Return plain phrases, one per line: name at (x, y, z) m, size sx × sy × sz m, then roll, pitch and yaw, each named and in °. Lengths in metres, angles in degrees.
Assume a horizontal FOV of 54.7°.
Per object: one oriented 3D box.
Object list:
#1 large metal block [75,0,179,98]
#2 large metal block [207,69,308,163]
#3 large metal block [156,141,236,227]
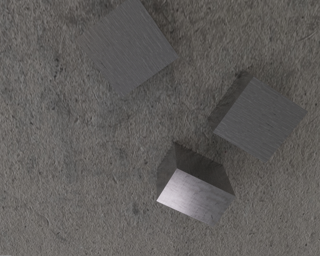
large metal block at (-0.035, -0.095, 0.361) m, size 0.080 × 0.050 × 0.080 m, roll -34°, pitch 107°, yaw 11°
large metal block at (0.119, -0.016, 0.392) m, size 0.080 × 0.050 × 0.080 m, roll 30°, pitch 107°, yaw -11°
large metal block at (0.043, 0.070, 0.407) m, size 0.080 × 0.080 × 0.050 m, roll 27°, pitch 108°, yaw -10°
